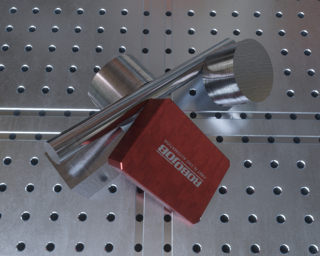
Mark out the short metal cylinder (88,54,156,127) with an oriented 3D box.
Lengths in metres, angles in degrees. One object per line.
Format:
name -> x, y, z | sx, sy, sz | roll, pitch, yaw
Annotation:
short metal cylinder -> -0.044, -0.048, 0.399 | 0.080, 0.080, 0.050 | -42, 76, -14

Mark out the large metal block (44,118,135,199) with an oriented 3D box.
large metal block -> -0.076, 0.034, 0.368 | 0.080, 0.080, 0.050 | -38, 75, -13

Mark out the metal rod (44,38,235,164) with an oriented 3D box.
metal rod -> 0.001, -0.049, 0.373 | 0.025, 0.025, 0.302 | 45, 55, 14

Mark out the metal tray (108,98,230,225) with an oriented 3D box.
metal tray -> 0.017, 0.039, 0.353 | 0.130, 0.030, 0.090 | 44, 70, -30

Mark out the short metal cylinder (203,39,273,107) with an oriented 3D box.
short metal cylinder -> 0.102, -0.070, 0.404 | 0.081, 0.050, 0.080 | 3, 84, -37
